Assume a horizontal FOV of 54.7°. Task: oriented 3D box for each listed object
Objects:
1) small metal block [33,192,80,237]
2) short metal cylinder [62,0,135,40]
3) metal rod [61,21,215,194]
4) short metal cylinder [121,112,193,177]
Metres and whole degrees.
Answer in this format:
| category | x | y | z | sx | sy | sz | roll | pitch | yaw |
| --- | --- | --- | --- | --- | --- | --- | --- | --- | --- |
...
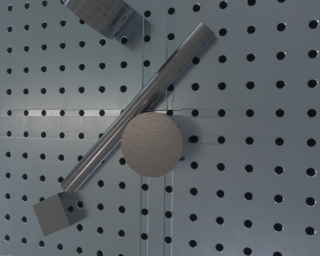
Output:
| category | x | y | z | sx | sy | sz | roll | pitch | yaw |
| --- | --- | --- | --- | --- | --- | --- | --- | --- | --- |
| small metal block | -0.156 | 0.129 | 0.468 | 0.050 | 0.025 | 0.050 | -27 | 81 | 18 |
| short metal cylinder | -0.080 | -0.163 | 0.411 | 0.080 | 0.080 | 0.050 | 44 | 104 | 14 |
| metal rod | -0.038 | -0.019 | 0.425 | 0.025 | 0.025 | 0.299 | 46 | 104 | 14 |
| short metal cylinder | -0.003 | 0.020 | 0.400 | 0.080 | 0.050 | 0.079 | 0 | 90 | 20 |
